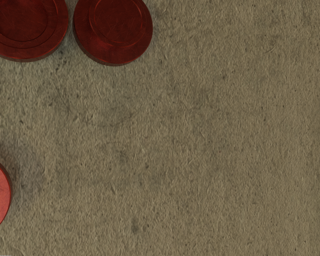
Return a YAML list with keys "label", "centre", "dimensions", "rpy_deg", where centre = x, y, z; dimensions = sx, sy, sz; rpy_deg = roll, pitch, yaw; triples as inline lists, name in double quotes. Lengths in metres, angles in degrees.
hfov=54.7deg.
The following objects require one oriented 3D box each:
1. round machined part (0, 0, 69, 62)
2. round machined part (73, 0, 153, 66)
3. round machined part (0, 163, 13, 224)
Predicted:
- label: "round machined part"
  centre: [-0.154, -0.121, 0.343]
  dimensions: [0.099, 0.042, 0.097]
  rpy_deg: [0, 90, -20]
- label: "round machined part"
  centre: [-0.055, -0.128, 0.379]
  dimensions: [0.099, 0.042, 0.097]
  rpy_deg: [0, 90, -20]
- label: "round machined part"
  centre: [-0.208, 0.070, 0.323]
  dimensions: [0.099, 0.042, 0.097]
  rpy_deg: [0, 90, -20]
